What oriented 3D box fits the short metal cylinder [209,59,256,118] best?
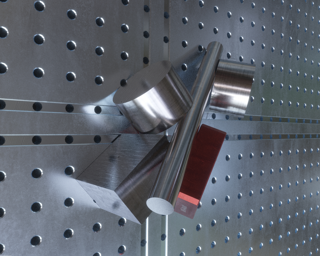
[{"bbox_3d":[0.107,-0.058,0.459,0.080,0.050,0.080,12,91,-78],"label":"short metal cylinder"}]

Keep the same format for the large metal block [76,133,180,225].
[{"bbox_3d":[-0.033,0.052,0.347,0.080,0.080,0.050,-47,119,-30],"label":"large metal block"}]

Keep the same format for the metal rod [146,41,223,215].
[{"bbox_3d":[0.043,-0.028,0.378,0.025,0.025,0.301,54,37,-26],"label":"metal rod"}]

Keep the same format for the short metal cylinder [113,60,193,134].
[{"bbox_3d":[-0.008,-0.036,0.368,0.080,0.080,0.050,-51,121,-28],"label":"short metal cylinder"}]

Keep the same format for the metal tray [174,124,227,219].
[{"bbox_3d":[0.047,0.061,0.396,0.130,0.030,0.090,83,31,-67],"label":"metal tray"}]
